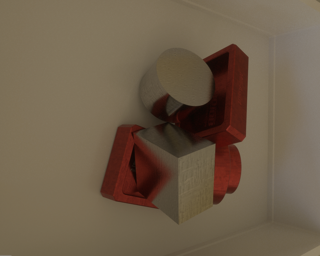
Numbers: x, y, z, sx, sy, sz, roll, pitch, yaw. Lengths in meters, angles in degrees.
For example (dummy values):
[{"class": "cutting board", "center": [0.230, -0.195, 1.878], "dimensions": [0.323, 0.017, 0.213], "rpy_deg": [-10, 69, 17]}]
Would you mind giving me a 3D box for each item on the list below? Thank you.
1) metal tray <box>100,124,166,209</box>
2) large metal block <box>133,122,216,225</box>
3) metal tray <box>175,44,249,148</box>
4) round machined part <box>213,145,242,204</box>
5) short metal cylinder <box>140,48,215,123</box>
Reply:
[{"class": "metal tray", "center": [-0.004, 0.056, 0.399], "dimensions": [0.131, 0.030, 0.090], "rpy_deg": [22, 76, -38]}, {"class": "large metal block", "center": [0.015, 0.047, 0.353], "dimensions": [0.050, 0.080, 0.079], "rpy_deg": [-18, 117, -33]}, {"class": "metal tray", "center": [0.065, -0.036, 0.399], "dimensions": [0.030, 0.090, 0.130], "rpy_deg": [32, 54, -33]}, {"class": "round machined part", "center": [0.077, 0.054, 0.419], "dimensions": [0.042, 0.098, 0.097], "rpy_deg": [5, 86, -10]}, {"class": "short metal cylinder", "center": [0.021, -0.053, 0.389], "dimensions": [0.081, 0.050, 0.080], "rpy_deg": [12, 63, -23]}]
